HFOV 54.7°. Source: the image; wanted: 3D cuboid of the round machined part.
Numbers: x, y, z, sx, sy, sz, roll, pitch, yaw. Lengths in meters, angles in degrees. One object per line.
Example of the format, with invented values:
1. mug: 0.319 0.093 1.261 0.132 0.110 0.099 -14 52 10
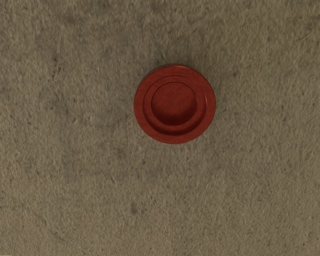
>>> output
1. round machined part: 0.018 -0.032 0.389 0.099 0.042 0.097 0 110 -1
